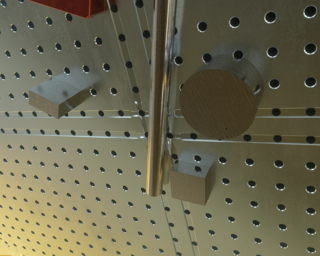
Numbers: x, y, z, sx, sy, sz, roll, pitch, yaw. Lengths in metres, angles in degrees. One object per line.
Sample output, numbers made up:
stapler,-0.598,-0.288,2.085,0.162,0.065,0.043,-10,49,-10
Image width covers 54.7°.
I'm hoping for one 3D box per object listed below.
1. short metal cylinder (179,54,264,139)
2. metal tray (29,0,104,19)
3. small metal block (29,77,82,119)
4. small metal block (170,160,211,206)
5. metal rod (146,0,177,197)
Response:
short metal cylinder,0.068,-0.034,0.337,0.080,0.050,0.079,13,124,20
metal tray,-0.126,-0.189,0.355,0.130,0.030,0.089,22,127,14
small metal block,-0.150,-0.044,0.444,0.050,0.050,0.025,26,127,11
small metal block,0.043,0.077,0.435,0.050,0.025,0.050,9,123,23
metal rod,-0.001,-0.029,0.392,0.025,0.025,0.298,16,125,18
